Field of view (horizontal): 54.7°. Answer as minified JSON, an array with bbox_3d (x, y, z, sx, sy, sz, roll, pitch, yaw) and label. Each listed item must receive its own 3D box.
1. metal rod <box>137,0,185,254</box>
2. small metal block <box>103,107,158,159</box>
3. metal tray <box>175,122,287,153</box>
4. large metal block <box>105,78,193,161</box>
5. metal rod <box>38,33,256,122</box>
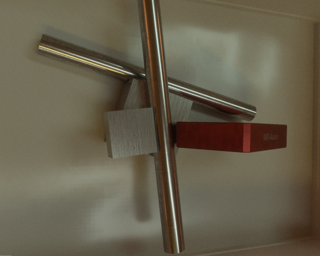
[{"bbox_3d":[0.001,-0.006,0.357,0.025,0.025,0.298,-7,93,-20],"label":"metal rod"},{"bbox_3d":[-0.033,0.005,0.344,0.050,0.025,0.050,-7,92,-21],"label":"small metal block"},{"bbox_3d":[0.091,0.009,0.381,0.131,0.090,0.030,1,91,-52],"label":"metal tray"},{"bbox_3d":[-0.015,-0.008,0.391,0.081,0.050,0.080,19,84,-20],"label":"large metal block"},{"bbox_3d":[-0.001,-0.060,0.410,0.302,0.025,0.025,15,85,-20],"label":"metal rod"}]
